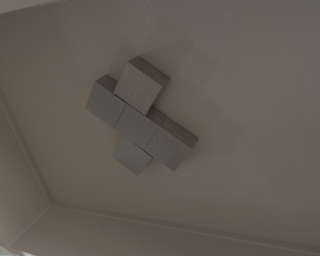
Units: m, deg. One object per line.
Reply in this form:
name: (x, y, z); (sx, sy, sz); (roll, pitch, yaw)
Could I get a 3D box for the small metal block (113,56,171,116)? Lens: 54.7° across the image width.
small metal block: (-0.023, -0.052, 0.386); (0.050, 0.025, 0.050); (36, 128, 4)

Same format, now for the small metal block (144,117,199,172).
small metal block: (0.014, 0.023, 0.412); (0.050, 0.025, 0.050); (36, 129, 4)

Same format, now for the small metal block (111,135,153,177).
small metal block: (-0.036, 0.035, 0.447); (0.050, 0.025, 0.050); (37, 130, 3)

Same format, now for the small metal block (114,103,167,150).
small metal block: (-0.027, -0.006, 0.415); (0.050, 0.025, 0.050); (36, 129, 4)

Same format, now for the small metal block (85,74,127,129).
small metal block: (-0.068, -0.035, 0.420); (0.050, 0.025, 0.050); (36, 129, 4)
